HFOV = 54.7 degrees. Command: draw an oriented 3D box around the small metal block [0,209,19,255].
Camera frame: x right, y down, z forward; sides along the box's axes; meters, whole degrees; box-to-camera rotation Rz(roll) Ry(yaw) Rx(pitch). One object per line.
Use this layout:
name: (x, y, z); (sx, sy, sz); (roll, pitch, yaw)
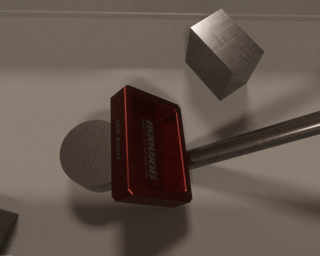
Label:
small metal block: (-0.205, 0.118, 0.364); (0.050, 0.025, 0.050); (15, 71, 5)

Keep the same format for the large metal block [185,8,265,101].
large metal block: (0.082, -0.095, 0.416); (0.050, 0.080, 0.080); (-35, 74, -12)

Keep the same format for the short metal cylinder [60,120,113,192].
short metal cylinder: (-0.076, 0.036, 0.382); (0.081, 0.050, 0.080); (0, 70, 0)

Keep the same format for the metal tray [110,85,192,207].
metal tray: (-0.011, 0.022, 0.362); (0.091, 0.030, 0.130); (18, 55, -38)

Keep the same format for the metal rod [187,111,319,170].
metal rod: (0.163, -0.002, 0.345); (0.300, 0.025, 0.025); (-19, 69, 20)
